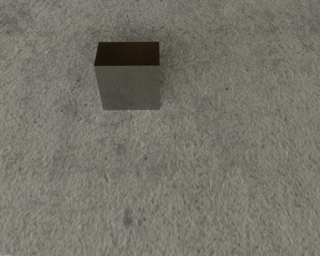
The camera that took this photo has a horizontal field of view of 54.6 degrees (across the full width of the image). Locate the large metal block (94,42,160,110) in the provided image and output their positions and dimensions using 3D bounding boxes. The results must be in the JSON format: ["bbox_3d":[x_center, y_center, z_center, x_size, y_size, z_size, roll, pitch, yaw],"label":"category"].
[{"bbox_3d":[-0.041,-0.070,0.426,0.080,0.080,0.050,-1,50,-1],"label":"large metal block"}]
